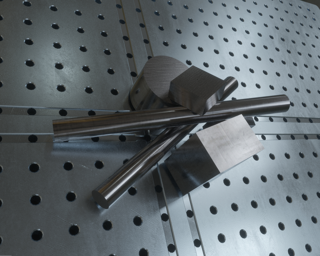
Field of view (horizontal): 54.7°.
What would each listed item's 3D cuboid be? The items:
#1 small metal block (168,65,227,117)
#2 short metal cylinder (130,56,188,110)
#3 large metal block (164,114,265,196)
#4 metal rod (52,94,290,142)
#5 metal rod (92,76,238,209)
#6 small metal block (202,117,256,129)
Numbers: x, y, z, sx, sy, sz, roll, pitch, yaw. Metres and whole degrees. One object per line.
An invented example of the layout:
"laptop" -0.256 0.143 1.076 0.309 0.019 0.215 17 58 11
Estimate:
"small metal block" 0.046 -0.047 0.383 0.050 0.025 0.050 31 48 21
"short metal cylinder" 0.006 -0.051 0.422 0.081 0.050 0.080 14 55 -21
"large metal block" 0.065 0.033 0.382 0.081 0.080 0.050 -20 73 -36
"metal rod" 0.027 -0.015 0.383 0.302 0.025 0.025 -7 65 -17
"metal rod" 0.028 0.000 0.419 0.025 0.025 0.302 47 51 4
"small metal block" 0.098 -0.003 0.442 0.050 0.050 0.025 -1 62 -27
